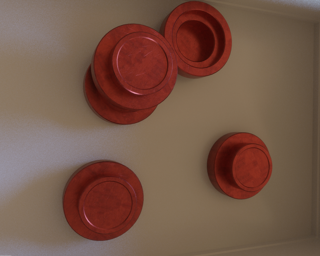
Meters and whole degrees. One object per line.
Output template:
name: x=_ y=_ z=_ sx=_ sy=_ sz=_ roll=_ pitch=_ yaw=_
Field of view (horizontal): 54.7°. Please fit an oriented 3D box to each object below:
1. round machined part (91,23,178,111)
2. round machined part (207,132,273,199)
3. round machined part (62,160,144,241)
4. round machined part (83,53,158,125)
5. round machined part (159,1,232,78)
round machined part: x=-0.025 y=-0.069 z=0.348 sx=0.099 sy=0.042 sz=0.097 roll=0 pitch=90 yaw=-20
round machined part: x=0.122 y=0.055 z=0.448 sx=0.099 sy=0.042 sz=0.097 roll=0 pitch=90 yaw=-21
round machined part: x=-0.067 y=0.089 z=0.378 sx=0.099 sy=0.042 sz=0.097 roll=0 pitch=90 yaw=-21
round machined part: x=-0.043 y=-0.053 z=0.386 sx=0.099 sy=0.042 sz=0.097 roll=0 pitch=90 yaw=-20
round machined part: x=0.044 y=-0.115 z=0.419 sx=0.099 sy=0.042 sz=0.097 roll=0 pitch=90 yaw=-21
